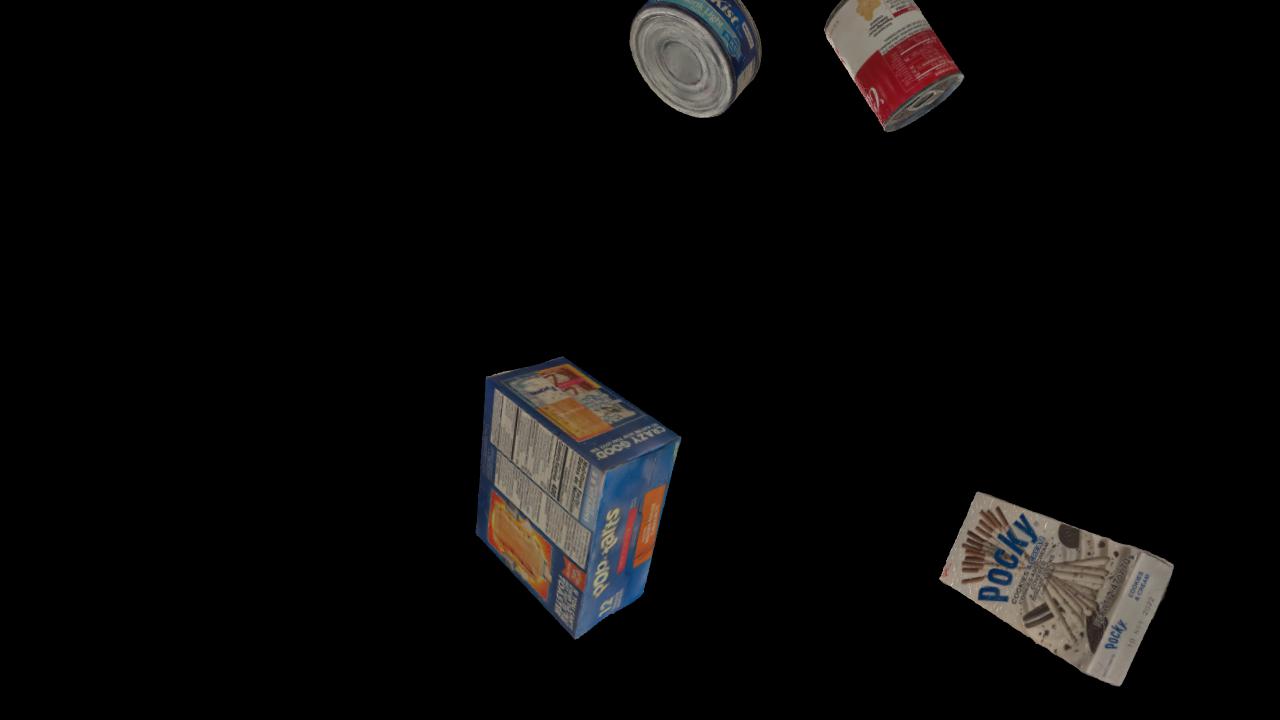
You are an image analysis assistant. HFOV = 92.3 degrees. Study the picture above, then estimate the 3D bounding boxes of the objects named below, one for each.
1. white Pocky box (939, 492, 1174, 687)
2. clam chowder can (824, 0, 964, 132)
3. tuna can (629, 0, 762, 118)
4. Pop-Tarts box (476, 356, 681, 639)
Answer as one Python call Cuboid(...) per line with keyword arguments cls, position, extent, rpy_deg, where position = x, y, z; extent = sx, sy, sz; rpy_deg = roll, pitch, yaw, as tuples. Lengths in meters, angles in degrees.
Cuboid(cls="white Pocky box", position=(0.284, 0.152, 0.439), extent=(0.028, 0.084, 0.154), rpy_deg=(25, -1, -6))
Cuboid(cls="clam chowder can", position=(0.205, -0.250, 0.503), extent=(0.068, 0.102, 0.068), rpy_deg=(-28, -6, -3))
Cuboid(cls="tuna can", position=(0.034, -0.202, 0.402), extent=(0.084, 0.034, 0.084), rpy_deg=(34, -16, 11))
Cuboid(cls="Pop-Tarts box", position=(-0.057, 0.105, 0.499), extent=(0.141, 0.167, 0.083), rpy_deg=(32, 34, 35))
